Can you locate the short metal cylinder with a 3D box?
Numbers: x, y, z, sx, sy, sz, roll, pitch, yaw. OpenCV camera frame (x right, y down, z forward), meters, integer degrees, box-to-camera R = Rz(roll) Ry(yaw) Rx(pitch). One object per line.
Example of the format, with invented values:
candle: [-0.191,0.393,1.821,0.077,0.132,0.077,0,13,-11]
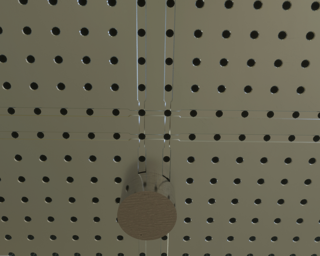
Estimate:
short metal cylinder: [-0.018,0.111,0.441,0.081,0.050,0.079,0,110,0]
